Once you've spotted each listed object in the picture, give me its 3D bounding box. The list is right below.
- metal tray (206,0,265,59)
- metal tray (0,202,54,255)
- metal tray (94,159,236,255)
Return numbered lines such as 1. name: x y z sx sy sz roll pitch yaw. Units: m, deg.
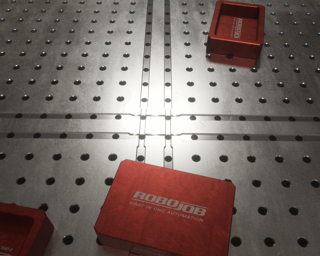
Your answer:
1. metal tray: 0.138 -0.181 0.557 0.090 0.030 0.130 11 51 8
2. metal tray: -0.185 0.117 0.303 0.131 0.030 0.090 8 50 6
3. metal tray: 0.008 0.090 0.329 0.131 0.030 0.090 11 51 9
